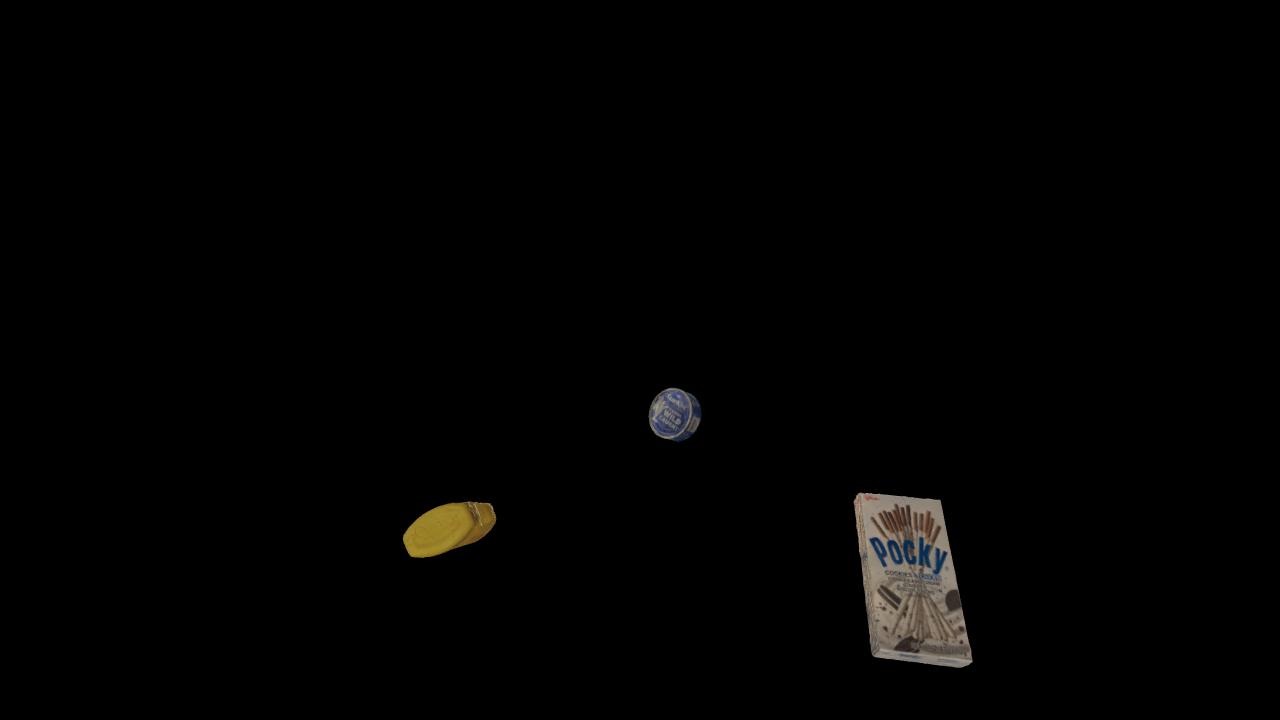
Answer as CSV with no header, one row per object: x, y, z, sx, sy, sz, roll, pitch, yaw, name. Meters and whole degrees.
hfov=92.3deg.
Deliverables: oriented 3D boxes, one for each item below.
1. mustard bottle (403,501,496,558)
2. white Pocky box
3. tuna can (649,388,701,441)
-0.242,0.225,0.830,0.092,0.054,0.184,-34,-11,-5,mustard bottle
0.256,0.205,0.588,0.084,0.154,0.028,5,-38,4,white Pocky box
0.057,0.089,0.999,0.084,0.084,0.034,0,-15,39,tuna can
